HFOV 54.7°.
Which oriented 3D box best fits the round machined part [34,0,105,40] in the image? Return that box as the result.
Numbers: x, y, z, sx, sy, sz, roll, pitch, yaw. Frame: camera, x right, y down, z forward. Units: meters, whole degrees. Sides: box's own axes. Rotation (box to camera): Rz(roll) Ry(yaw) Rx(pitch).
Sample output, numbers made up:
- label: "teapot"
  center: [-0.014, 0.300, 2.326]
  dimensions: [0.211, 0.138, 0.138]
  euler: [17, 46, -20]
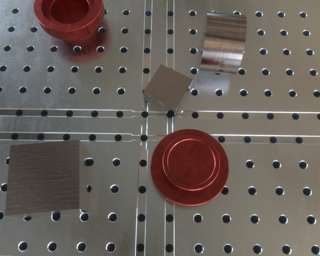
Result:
- label: "round machined part"
  center: [-0.132, -0.172, 0.465]
  dimensions: [0.099, 0.042, 0.098]
  euler: [0, 70, 0]

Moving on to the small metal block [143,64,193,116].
- label: "small metal block"
  center: [0.011, -0.053, 0.431]
  dimensions: [0.050, 0.025, 0.050]
  euler: [27, 72, 9]

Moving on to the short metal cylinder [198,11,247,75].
- label: "short metal cylinder"
  center: [0.084, -0.116, 0.425]
  dimensions: [0.050, 0.080, 0.080]
  euler: [7, 70, 2]

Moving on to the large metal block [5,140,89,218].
- label: "large metal block"
  center: [-0.132, 0.063, 0.374]
  dimensions: [0.081, 0.050, 0.080]
  euler: [-5, 70, -2]

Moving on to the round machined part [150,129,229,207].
- label: "round machined part"
  center: [0.037, 0.047, 0.386]
  dimensions: [0.099, 0.042, 0.098]
  euler: [0, 70, 0]
